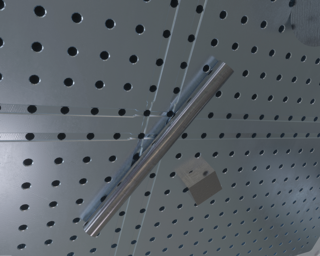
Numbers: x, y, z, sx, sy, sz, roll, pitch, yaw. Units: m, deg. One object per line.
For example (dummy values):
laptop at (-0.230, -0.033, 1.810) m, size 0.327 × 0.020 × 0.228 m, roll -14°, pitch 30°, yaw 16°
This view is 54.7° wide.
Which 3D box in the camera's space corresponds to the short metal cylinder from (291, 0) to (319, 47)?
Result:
short metal cylinder at (0.221, -0.150, 0.404) m, size 0.050 × 0.080 × 0.079 m, roll -13°, pitch 124°, yaw -21°

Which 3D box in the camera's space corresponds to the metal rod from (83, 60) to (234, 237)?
metal rod at (-0.006, 0.033, 0.428) m, size 0.025 × 0.025 × 0.299 m, roll 33°, pitch 100°, yaw -39°

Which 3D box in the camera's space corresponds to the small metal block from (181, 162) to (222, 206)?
small metal block at (0.069, 0.091, 0.506) m, size 0.050 × 0.025 × 0.050 m, roll -32°, pitch 129°, yaw -7°
